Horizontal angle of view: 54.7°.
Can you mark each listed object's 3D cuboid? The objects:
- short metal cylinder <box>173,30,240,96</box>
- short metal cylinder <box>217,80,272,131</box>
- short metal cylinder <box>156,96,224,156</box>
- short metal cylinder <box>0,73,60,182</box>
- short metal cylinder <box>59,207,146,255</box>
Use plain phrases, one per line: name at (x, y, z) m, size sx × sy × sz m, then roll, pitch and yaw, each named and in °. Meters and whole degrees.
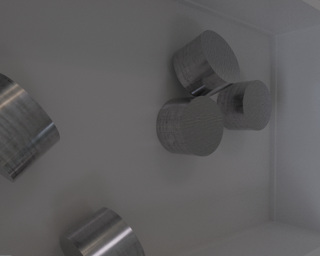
short metal cylinder at (0.065, -0.086, 0.427) m, size 0.080 × 0.050 × 0.080 m, roll 23°, pitch 54°, yaw -35°
short metal cylinder at (0.138, -0.036, 0.506) m, size 0.081 × 0.050 × 0.080 m, roll 0°, pitch 90°, yaw -40°
short metal cylinder at (0.042, -0.003, 0.425) m, size 0.081 × 0.050 × 0.080 m, roll 0°, pitch 91°, yaw -40°
short metal cylinder at (-0.133, 0.000, 0.259) m, size 0.050 × 0.080 × 0.080 m, roll -49°, pitch 119°, yaw -29°
short metal cylinder at (-0.059, 0.131, 0.321) m, size 0.050 × 0.080 × 0.080 m, roll -31°, pitch 109°, yaw -36°
